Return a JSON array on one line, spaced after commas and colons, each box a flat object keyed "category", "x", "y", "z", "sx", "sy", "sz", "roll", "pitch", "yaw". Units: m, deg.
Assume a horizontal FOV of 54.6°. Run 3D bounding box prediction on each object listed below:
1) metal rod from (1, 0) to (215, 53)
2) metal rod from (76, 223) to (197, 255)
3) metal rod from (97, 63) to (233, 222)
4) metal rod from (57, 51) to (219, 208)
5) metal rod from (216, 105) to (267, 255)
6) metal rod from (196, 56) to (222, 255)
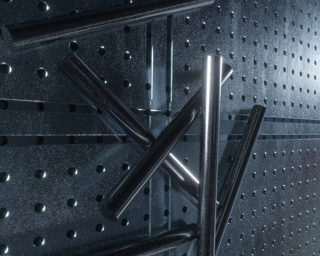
[{"category": "metal rod", "x": -0.034, "y": -0.140, "z": 0.378, "sx": 0.302, "sy": 0.025, "sz": 0.025, "roll": -28, "pitch": 108, "yaw": -36}, {"category": "metal rod", "x": -0.066, "y": 0.151, "z": 0.353, "sx": 0.302, "sy": 0.025, "sz": 0.025, "roll": 0, "pitch": 90, "yaw": -40}, {"category": "metal rod", "x": 0.026, "y": -0.003, "z": 0.402, "sx": 0.301, "sy": 0.025, "sz": 0.025, "roll": -48, "pitch": 119, "yaw": -38}, {"category": "metal rod", "x": -0.010, "y": 0.024, "z": 0.399, "sx": 0.300, "sy": 0.025, "sz": 0.025, "roll": 47, "pitch": 62, "yaw": -30}, {"category": "metal rod", "x": 0.119, "y": 0.092, "z": 0.507, "sx": 0.025, "sy": 0.025, "sz": 0.300, "roll": 39, "pitch": 66, "yaw": -33}, {"category": "metal rod", "x": 0.065, "y": 0.056, "z": 0.418, "sx": 0.025, "sy": 0.025, "sz": 0.298, "roll": -3, "pitch": 97, "yaw": -40}]
